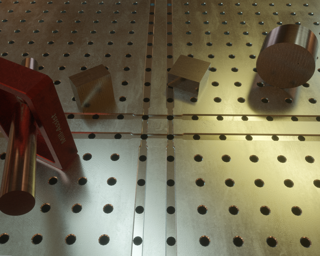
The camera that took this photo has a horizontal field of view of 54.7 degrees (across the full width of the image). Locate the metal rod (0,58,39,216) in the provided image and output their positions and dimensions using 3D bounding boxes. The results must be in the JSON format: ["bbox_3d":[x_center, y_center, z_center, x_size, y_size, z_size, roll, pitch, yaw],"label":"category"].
[{"bbox_3d":[-0.152,-0.020,0.349,0.025,0.025,0.300,-15,34,-12],"label":"metal rod"}]

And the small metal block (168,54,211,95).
[{"bbox_3d":[0.045,-0.083,0.478,0.050,0.025,0.050,20,53,15],"label":"small metal block"}]

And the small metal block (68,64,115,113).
[{"bbox_3d":[-0.095,-0.055,0.437,0.050,0.050,0.025,-27,55,-21],"label":"small metal block"}]

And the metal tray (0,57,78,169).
[{"bbox_3d":[-0.150,-0.014,0.350,0.090,0.129,0.030,21,54,17],"label":"metal tray"}]

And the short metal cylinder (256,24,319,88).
[{"bbox_3d":[0.190,-0.106,0.462,0.080,0.080,0.050,18,53,14],"label":"short metal cylinder"}]
